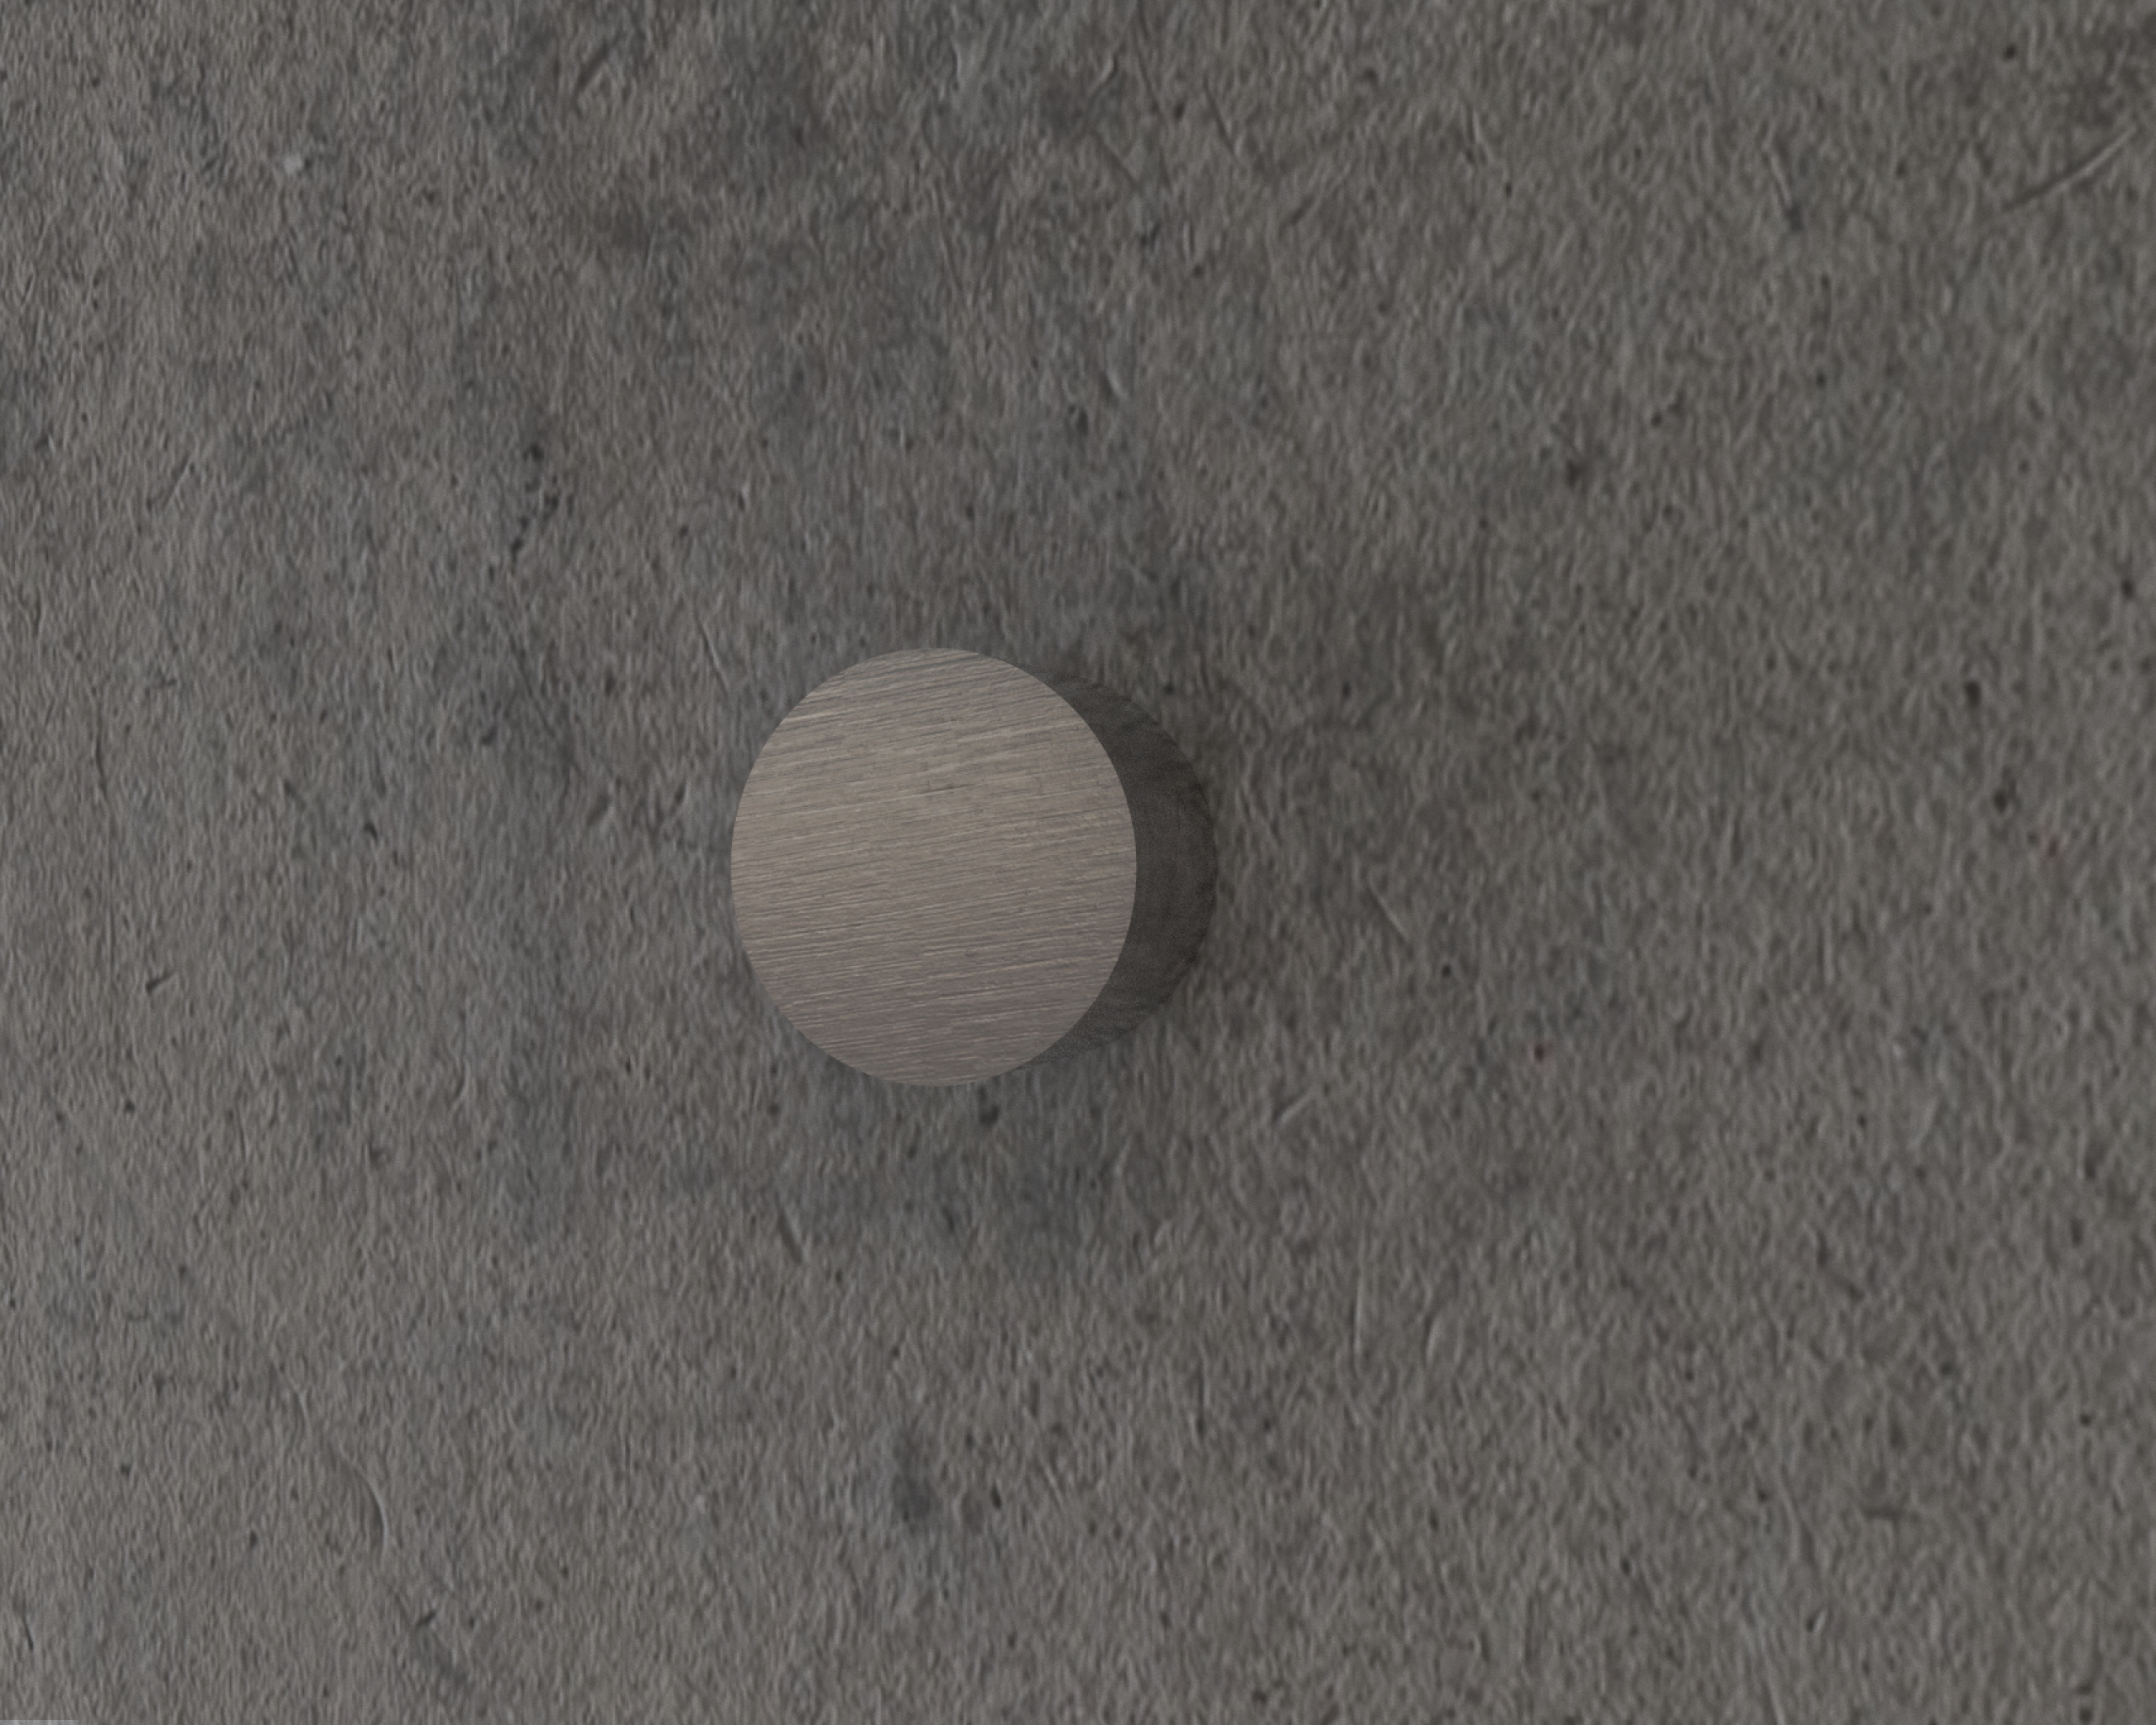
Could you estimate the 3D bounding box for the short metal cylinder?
[{"bbox_3d":[-0.019,0.001,0.403,0.080,0.050,0.080,0,90,20],"label":"short metal cylinder"}]
